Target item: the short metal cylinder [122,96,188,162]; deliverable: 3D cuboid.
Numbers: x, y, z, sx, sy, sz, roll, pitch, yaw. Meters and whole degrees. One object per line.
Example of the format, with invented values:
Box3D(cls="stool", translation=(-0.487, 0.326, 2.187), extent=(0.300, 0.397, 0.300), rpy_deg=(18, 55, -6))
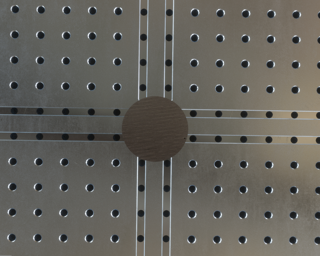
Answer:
Box3D(cls="short metal cylinder", translation=(-0.006, 0.001, 0.400), extent=(0.081, 0.050, 0.079), rpy_deg=(0, 90, -1))
